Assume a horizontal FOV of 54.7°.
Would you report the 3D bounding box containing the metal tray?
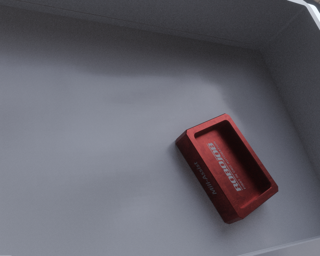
[{"bbox_3d":[0.092,0.051,0.422,0.091,0.030,0.130,-22,74,-36],"label":"metal tray"}]
